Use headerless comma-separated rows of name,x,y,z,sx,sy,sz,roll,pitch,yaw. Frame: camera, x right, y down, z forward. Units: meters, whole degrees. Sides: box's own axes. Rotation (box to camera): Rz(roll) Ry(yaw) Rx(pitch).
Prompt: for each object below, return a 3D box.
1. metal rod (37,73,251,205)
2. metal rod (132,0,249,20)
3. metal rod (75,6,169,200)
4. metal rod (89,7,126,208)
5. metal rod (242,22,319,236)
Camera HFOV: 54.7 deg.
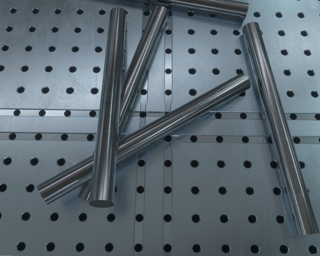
metal rod,-0.006,0.005,0.392,0.302,0.025,0.025,-29,73,-17
metal rod,-0.014,-0.210,0.488,0.302,0.025,0.025,11,70,3
metal rod,-0.045,-0.046,0.427,0.025,0.025,0.299,17,71,6
metal rod,-0.062,-0.049,0.395,0.025,0.025,0.299,-1,58,-1
metal rod,0.157,-0.013,0.418,0.025,0.025,0.299,-7,70,-3
